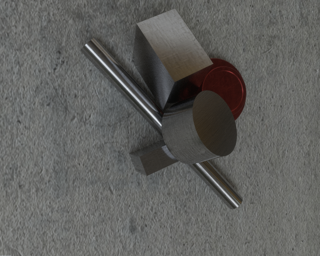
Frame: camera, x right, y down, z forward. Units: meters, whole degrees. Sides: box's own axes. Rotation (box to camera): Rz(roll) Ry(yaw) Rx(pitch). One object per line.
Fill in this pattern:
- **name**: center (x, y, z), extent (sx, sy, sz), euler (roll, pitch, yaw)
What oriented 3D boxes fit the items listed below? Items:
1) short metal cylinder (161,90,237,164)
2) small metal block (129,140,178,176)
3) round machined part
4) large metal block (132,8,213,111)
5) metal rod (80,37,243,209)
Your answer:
- **short metal cylinder**: center (0.049, 0.000, 0.376), extent (0.080, 0.050, 0.080), euler (18, 62, -38)
- **small metal block**: center (-0.007, 0.036, 0.396), extent (0.050, 0.050, 0.025), euler (-23, 97, -19)
- **round machined part**: center (0.080, -0.049, 0.431), extent (0.099, 0.042, 0.097), euler (0, 90, -21)
- **large metal block**: center (0.010, -0.079, 0.374), extent (0.050, 0.080, 0.080), euler (-28, 78, -17)
- **metal rod**: center (0.011, 0.003, 0.416), extent (0.025, 0.025, 0.300), euler (-47, 105, -14)
